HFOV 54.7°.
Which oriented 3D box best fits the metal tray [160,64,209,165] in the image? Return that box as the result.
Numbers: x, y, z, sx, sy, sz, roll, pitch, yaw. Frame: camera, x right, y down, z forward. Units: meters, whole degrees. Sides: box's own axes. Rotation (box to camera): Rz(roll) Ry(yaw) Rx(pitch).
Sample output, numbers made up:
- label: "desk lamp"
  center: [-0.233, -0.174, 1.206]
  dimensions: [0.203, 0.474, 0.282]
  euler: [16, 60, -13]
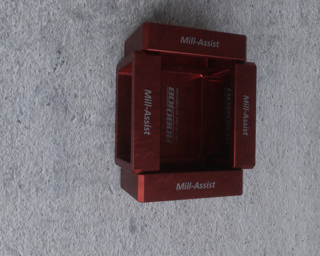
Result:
- label: "metal tray"
  center: [0.018, -0.017, 0.415]
  dimensions: [0.091, 0.030, 0.129]
  euler: [1, 90, -21]

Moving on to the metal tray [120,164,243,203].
- label: "metal tray"
  center: [0.024, 0.064, 0.385]
  dimensions: [0.131, 0.090, 0.030]
  euler: [1, 90, -20]

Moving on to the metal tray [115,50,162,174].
- label: "metal tray"
  center: [-0.028, -0.017, 0.365]
  dimensions: [0.030, 0.090, 0.129]
  euler: [1, 90, -20]

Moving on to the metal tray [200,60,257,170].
- label: "metal tray"
  center: [0.086, -0.015, 0.408]
  dimensions: [0.030, 0.090, 0.129]
  euler: [1, 90, -20]

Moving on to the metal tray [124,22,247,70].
- label: "metal tray"
  center: [0.029, -0.096, 0.387]
  dimensions: [0.131, 0.090, 0.030]
  euler: [1, 90, -20]
